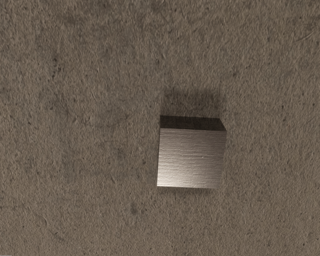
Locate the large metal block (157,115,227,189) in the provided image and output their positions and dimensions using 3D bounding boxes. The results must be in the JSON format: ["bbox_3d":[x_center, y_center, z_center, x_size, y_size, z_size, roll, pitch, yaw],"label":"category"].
[{"bbox_3d":[0.038,0.031,0.408,0.081,0.050,0.079,3,110,-2],"label":"large metal block"}]
